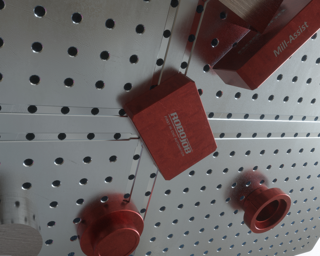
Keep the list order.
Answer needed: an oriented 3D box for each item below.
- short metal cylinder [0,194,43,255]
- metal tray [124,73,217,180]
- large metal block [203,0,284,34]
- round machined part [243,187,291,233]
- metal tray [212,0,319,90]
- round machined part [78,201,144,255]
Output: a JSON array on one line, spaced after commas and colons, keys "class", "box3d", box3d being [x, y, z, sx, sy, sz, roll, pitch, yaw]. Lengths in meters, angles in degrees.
[{"class": "short metal cylinder", "box3d": [-0.187, 0.127, 0.372, 0.081, 0.050, 0.079, -14, 124, -21]}, {"class": "metal tray", "box3d": [0.019, 0.002, 0.420, 0.090, 0.030, 0.130, -32, 129, -8]}, {"class": "large metal block", "box3d": [0.097, -0.165, 0.346, 0.080, 0.050, 0.080, 20, 108, -36]}, {"class": "round machined part", "box3d": [0.203, 0.155, 0.608, 0.099, 0.042, 0.097, -14, 124, -21]}, {"class": "metal tray", "box3d": [0.132, -0.105, 0.373, 0.130, 0.090, 0.030, -44, 106, 2]}, {"class": "round machined part", "box3d": [-0.069, 0.161, 0.462, 0.099, 0.042, 0.097, -14, 124, -21]}]
